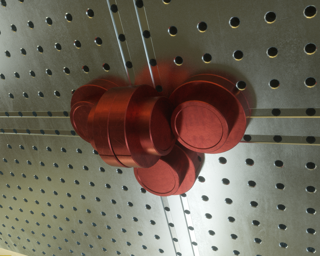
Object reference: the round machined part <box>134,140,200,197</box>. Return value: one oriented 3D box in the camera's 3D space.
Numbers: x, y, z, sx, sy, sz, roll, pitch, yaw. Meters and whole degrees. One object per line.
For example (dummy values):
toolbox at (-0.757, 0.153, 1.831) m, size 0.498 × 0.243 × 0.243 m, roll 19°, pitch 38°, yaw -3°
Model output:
round machined part at (0.003, 0.056, 0.432) m, size 0.098 × 0.042 × 0.097 m, roll 13°, pitch 124°, yaw 20°

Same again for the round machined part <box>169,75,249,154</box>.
round machined part at (0.051, -0.010, 0.365) m, size 0.098 × 0.042 × 0.097 m, roll 13°, pitch 124°, yaw 20°

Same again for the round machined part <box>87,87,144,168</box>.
round machined part at (-0.052, -0.001, 0.381) m, size 0.042 × 0.098 × 0.097 m, roll 1°, pitch 119°, yaw 27°

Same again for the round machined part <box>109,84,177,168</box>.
round machined part at (-0.013, -0.002, 0.361) m, size 0.042 × 0.098 × 0.097 m, roll -1°, pitch 118°, yaw 28°

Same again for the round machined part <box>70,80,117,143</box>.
round machined part at (-0.086, -0.015, 0.434) m, size 0.098 × 0.042 × 0.097 m, roll 13°, pitch 124°, yaw 20°
